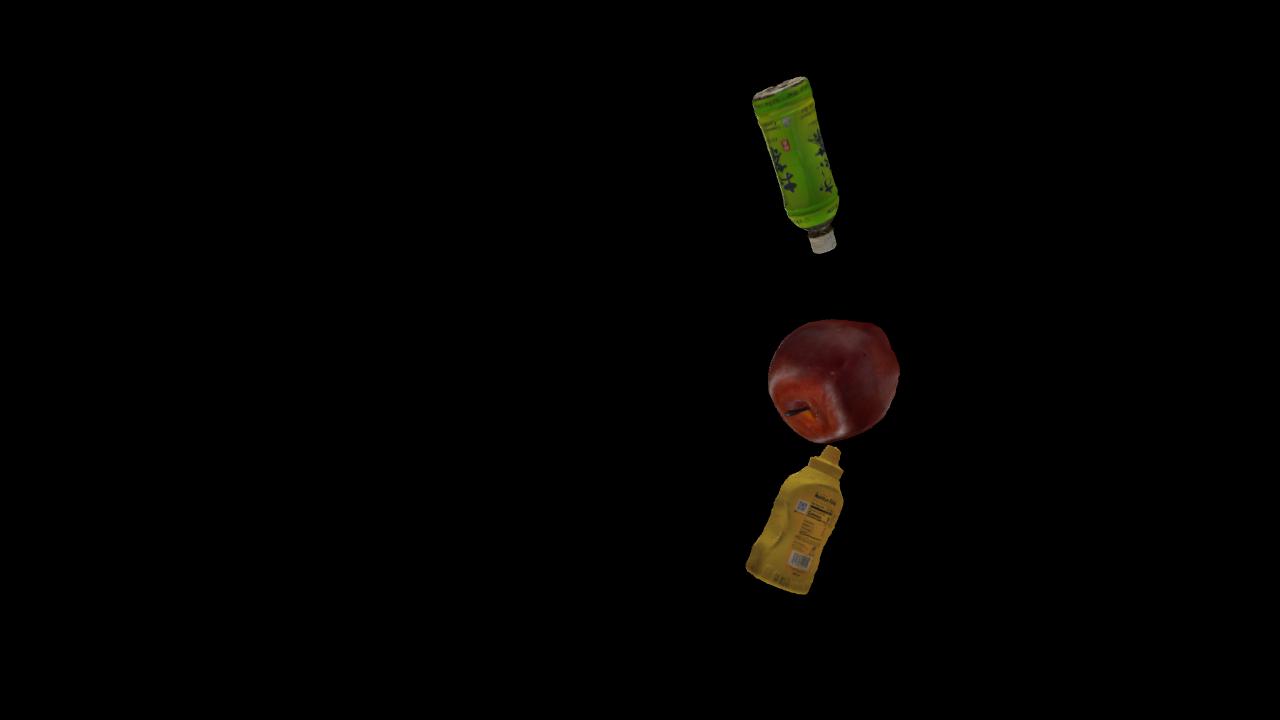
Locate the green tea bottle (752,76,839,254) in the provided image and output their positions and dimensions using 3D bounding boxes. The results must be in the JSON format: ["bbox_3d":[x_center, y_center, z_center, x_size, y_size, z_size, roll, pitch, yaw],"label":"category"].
[{"bbox_3d":[0.203,-0.234,0.764,0.073,0.212,0.073,-22,25,10],"label":"green tea bottle"}]

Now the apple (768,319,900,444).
[{"bbox_3d":[0.126,0.011,0.404,0.093,0.079,0.079,-36,20,-30],"label":"apple"}]

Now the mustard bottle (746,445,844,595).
[{"bbox_3d":[0.205,0.191,0.762,0.092,0.184,0.054,25,-3,-18],"label":"mustard bottle"}]
